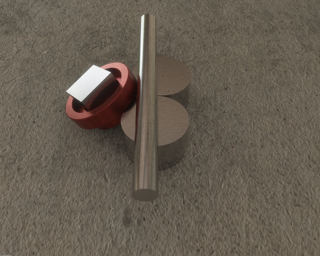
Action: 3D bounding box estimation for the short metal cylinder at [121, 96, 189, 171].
[{"bbox_3d":[-0.006,0.006,0.383,0.081,0.050,0.080,0,49,0],"label":"short metal cylinder"}]

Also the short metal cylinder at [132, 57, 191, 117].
[{"bbox_3d":[0.002,-0.056,0.435,0.081,0.050,0.080,0,50,0],"label":"short metal cylinder"}]

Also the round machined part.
[{"bbox_3d":[-0.071,-0.036,0.407,0.098,0.042,0.098,-20,44,21],"label":"round machined part"}]

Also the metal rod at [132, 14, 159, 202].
[{"bbox_3d":[-0.016,-0.052,0.384,0.025,0.025,0.300,-1,50,-1],"label":"metal rod"}]

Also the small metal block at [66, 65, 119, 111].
[{"bbox_3d":[-0.084,-0.049,0.393,0.050,0.025,0.050,-48,41,-11],"label":"small metal block"}]
